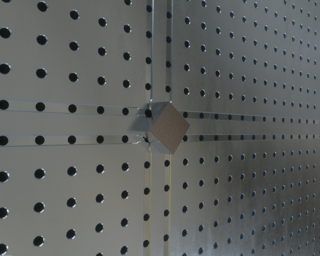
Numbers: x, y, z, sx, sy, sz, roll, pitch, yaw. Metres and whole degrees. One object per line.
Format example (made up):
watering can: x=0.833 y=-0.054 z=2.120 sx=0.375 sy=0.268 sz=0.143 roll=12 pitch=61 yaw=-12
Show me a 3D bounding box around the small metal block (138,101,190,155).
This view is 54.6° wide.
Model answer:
small metal block: x=0.007 y=0.000 z=0.414 sx=0.050 sy=0.025 sz=0.050 roll=46 pitch=63 yaw=-31
